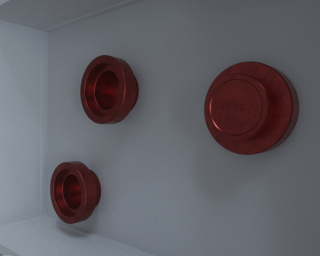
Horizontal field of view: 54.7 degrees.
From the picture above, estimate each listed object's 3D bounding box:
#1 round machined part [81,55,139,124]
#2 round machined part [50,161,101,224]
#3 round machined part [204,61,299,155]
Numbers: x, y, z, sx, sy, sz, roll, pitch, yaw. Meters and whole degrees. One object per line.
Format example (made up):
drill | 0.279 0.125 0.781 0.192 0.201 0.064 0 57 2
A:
round machined part | -0.070 -0.054 0.453 0.098 0.042 0.097 0 90 40
round machined part | -0.134 0.103 0.507 0.098 0.042 0.097 0 90 40
round machined part | 0.087 -0.021 0.324 0.098 0.042 0.097 0 90 40
